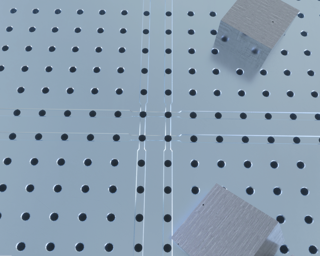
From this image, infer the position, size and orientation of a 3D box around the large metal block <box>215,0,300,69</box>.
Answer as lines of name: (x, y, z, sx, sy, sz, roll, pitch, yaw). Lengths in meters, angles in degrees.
large metal block: (0.140, -0.149, 0.455, 0.080, 0.050, 0.080, 35, 73, 11)

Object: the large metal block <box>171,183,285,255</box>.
large metal block: (0.074, 0.121, 0.337, 0.080, 0.050, 0.080, -46, 45, -15)
